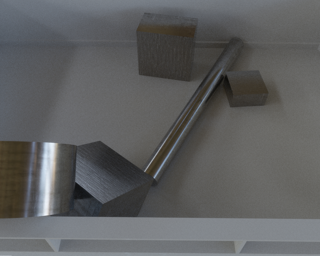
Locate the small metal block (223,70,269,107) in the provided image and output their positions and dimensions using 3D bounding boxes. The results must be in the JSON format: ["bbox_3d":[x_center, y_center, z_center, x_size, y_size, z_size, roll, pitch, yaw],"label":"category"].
[{"bbox_3d":[0.125,-0.058,0.456,0.050,0.025,0.050,-3,50,-3],"label":"small metal block"}]

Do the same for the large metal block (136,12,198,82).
[{"bbox_3d":[0.011,-0.122,0.472,0.080,0.080,0.050,9,51,7],"label":"large metal block"}]

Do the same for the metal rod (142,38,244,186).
[{"bbox_3d":[0.058,-0.042,0.440,0.025,0.025,0.301,23,53,18],"label":"metal rod"}]

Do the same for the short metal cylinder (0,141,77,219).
[{"bbox_3d":[-0.107,0.038,0.240,0.081,0.080,0.050,1,83,0],"label":"short metal cylinder"}]

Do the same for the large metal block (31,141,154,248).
[{"bbox_3d":[-0.067,0.060,0.314,0.080,0.050,0.080,32,22,23],"label":"large metal block"}]
